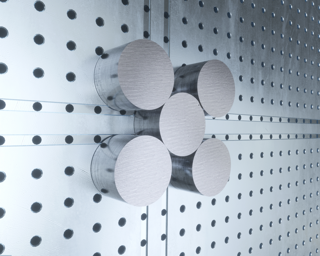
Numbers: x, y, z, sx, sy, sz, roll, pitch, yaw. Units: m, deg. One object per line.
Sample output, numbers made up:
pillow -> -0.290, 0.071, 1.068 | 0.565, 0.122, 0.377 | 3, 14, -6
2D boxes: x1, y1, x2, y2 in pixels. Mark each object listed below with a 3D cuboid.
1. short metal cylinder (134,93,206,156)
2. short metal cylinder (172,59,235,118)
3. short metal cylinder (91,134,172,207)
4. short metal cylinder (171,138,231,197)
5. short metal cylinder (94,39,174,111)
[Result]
short metal cylinder -> 0.014, -0.005, 0.406 | 0.081, 0.050, 0.079 | 0, 90, -40
short metal cylinder -> 0.063, -0.054, 0.445 | 0.081, 0.050, 0.079 | 0, 90, -40
short metal cylinder -> -0.033, 0.048, 0.366 | 0.081, 0.050, 0.079 | 0, 90, -40
short metal cylinder -> 0.056, 0.053, 0.441 | 0.081, 0.050, 0.079 | 0, 90, -40
short metal cylinder -> -0.030, -0.060, 0.369 | 0.081, 0.050, 0.079 | 0, 90, -40
